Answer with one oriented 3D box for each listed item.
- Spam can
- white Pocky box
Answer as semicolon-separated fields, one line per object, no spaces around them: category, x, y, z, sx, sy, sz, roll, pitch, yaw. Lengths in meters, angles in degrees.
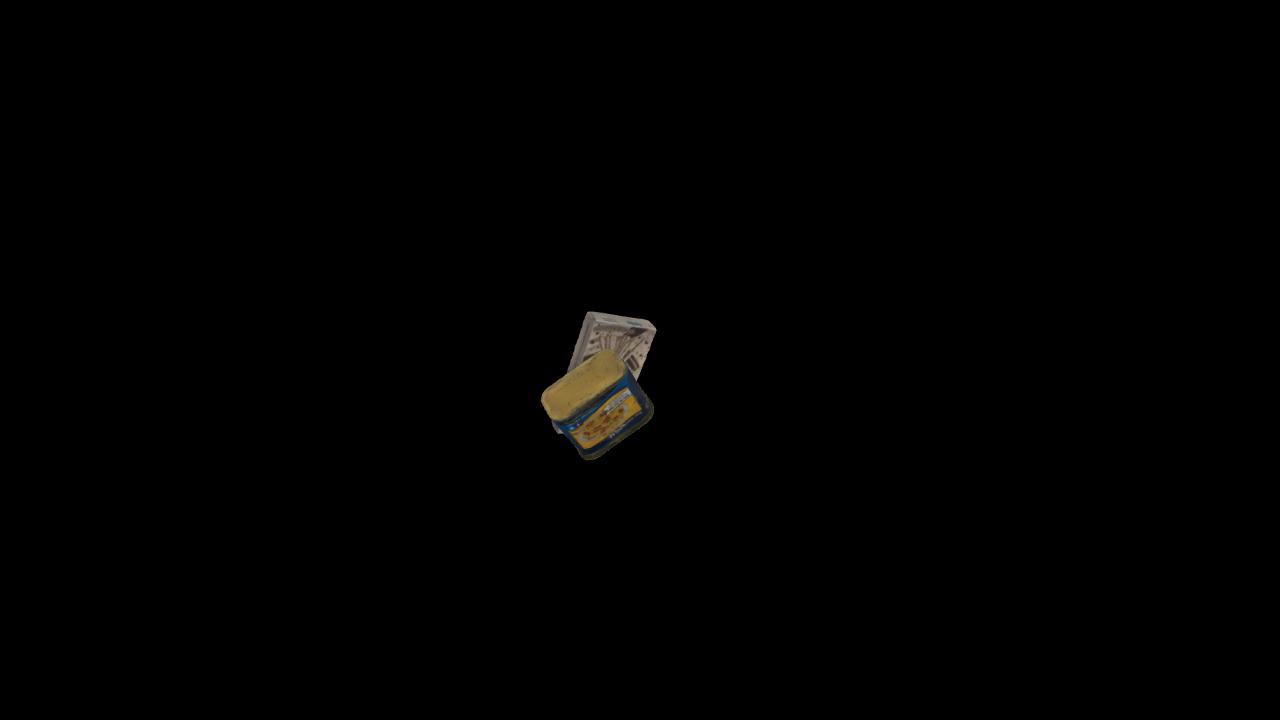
Spam can;-0.046;0.049;0.674;0.058;0.101;0.085;50;-5;42
white Pocky box;-0.045;0.019;0.727;0.084;0.154;0.028;6;28;-32
